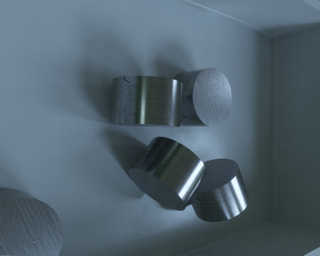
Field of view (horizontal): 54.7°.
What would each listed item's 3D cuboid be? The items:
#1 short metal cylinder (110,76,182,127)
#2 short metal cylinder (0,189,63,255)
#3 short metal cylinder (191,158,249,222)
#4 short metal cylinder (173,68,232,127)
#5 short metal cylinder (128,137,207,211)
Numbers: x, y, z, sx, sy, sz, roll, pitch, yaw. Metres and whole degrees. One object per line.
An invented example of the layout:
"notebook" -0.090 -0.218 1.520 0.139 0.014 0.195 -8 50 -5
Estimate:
"short metal cylinder" -0.015 -0.028 0.358 0.081 0.080 0.050 4 88 -40
"short metal cylinder" -0.136 0.098 0.277 0.081 0.050 0.080 0 90 -40
"short metal cylinder" 0.079 0.086 0.437 0.081 0.080 0.050 -36 112 -34
"short metal cylinder" 0.056 -0.042 0.437 0.081 0.050 0.080 0 90 -40
"short metal cylinder" 0.009 0.056 0.378 0.080 0.080 0.050 52 60 -27
